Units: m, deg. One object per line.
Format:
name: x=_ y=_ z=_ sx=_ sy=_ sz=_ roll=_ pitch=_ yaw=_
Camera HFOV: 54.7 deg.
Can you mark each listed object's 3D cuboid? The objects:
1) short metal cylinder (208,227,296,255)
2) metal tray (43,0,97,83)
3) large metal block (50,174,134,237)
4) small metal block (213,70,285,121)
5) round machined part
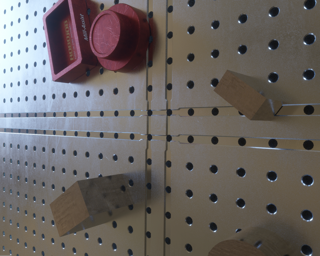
short metal cylinder: x=0.094 y=0.148 z=0.316 sx=0.080 sy=0.050 sz=0.079 roll=0 pitch=90 yaw=40
metal tray: x=-0.158 y=-0.154 z=0.536 sx=0.090 sy=0.030 sz=0.129 roll=-20 pitch=77 yaw=38
large metal block: x=-0.100 y=0.112 z=0.457 sx=0.080 sy=0.081 sz=0.050 roll=-39 pitch=66 yaw=33
small metal block: x=0.092 y=-0.033 z=0.317 sx=0.050 sy=0.050 sz=0.025 roll=46 pitch=117 yaw=30
round machined part: x=-0.065 y=-0.133 z=0.452 sx=0.098 sy=0.042 sz=0.097 roll=0 pitch=90 yaw=40
